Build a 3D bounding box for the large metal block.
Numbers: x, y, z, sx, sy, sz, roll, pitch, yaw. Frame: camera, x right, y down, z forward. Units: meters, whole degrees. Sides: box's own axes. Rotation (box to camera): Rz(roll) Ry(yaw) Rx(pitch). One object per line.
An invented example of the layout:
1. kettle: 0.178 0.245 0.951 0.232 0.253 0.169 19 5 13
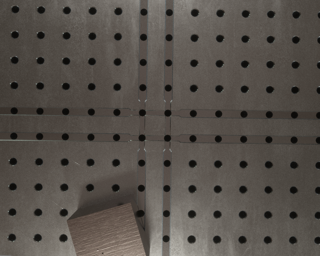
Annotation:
1. large metal block: -0.063 0.139 0.400 0.080 0.050 0.080 -16 90 -1
